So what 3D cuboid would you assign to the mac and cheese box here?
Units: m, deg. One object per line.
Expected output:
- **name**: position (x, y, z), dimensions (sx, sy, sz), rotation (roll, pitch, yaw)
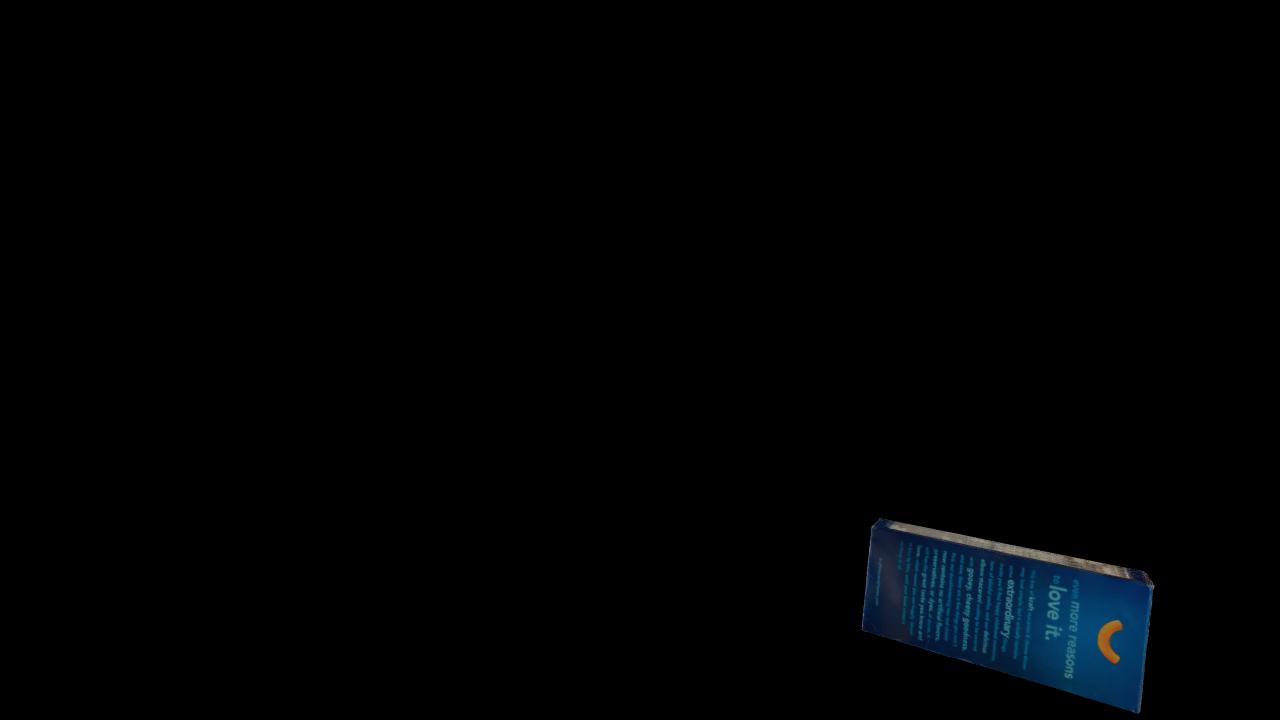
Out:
- **mac and cheese box**: position (0.275, 0.189, 0.479), dimensions (0.184, 0.093, 0.041), rotation (6, 2, 32)
